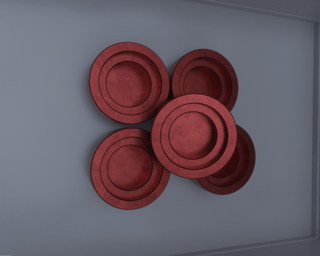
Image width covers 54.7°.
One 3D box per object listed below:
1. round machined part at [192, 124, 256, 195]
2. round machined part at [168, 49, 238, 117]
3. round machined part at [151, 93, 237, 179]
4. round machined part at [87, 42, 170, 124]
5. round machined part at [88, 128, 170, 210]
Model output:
[{"bbox_3d":[0.079,0.040,0.431,0.099,0.042,0.097,0,90,-21],"label":"round machined part"},{"bbox_3d":[0.053,-0.054,0.420,0.099,0.042,0.097,0,90,-21],"label":"round machined part"},{"bbox_3d":[0.038,0.008,0.370,0.099,0.042,0.097,0,95,-2],"label":"round machined part"},{"bbox_3d":[-0.041,-0.053,0.385,0.099,0.042,0.097,0,90,-21],"label":"round machined part"},{"bbox_3d":[-0.040,0.048,0.386,0.099,0.042,0.097,0,90,-21],"label":"round machined part"}]
